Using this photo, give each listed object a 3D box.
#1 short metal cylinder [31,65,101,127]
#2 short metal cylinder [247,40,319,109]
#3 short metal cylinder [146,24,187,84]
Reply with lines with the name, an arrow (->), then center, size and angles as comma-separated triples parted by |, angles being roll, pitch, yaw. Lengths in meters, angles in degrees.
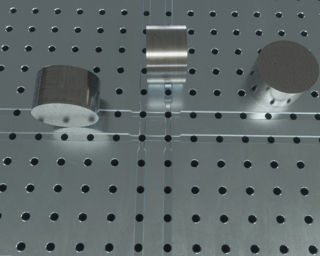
short metal cylinder -> -0.118, -0.038, 0.395 | 0.081, 0.080, 0.050 | 0, 70, -1
short metal cylinder -> 0.167, -0.072, 0.427 | 0.081, 0.050, 0.080 | 0, 70, 0
short metal cylinder -> 0.008, -0.099, 0.419 | 0.050, 0.080, 0.080 | -1, 70, -1
